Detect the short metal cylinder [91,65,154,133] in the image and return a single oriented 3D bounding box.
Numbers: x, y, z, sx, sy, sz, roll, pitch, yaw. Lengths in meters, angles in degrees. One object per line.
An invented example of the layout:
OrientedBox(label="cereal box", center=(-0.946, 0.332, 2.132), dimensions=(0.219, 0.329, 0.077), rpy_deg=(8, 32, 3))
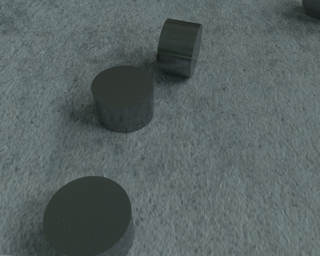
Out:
OrientedBox(label="short metal cylinder", center=(-0.049, -0.040, 0.420), dimensions=(0.081, 0.050, 0.080), rpy_deg=(0, 50, 0))

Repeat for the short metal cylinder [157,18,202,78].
OrientedBox(label="short metal cylinder", center=(0.031, -0.121, 0.469), dimensions=(0.050, 0.080, 0.080), rpy_deg=(13, 51, 10))

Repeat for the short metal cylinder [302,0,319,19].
OrientedBox(label="short metal cylinder", center=(0.320, -0.253, 0.585), dimensions=(0.080, 0.080, 0.050), rpy_deg=(36, 59, 26))

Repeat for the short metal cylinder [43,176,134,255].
OrientedBox(label="short metal cylinder", center=(-0.067, 0.095, 0.306), dimensions=(0.081, 0.050, 0.080), rpy_deg=(0, 50, 0))
